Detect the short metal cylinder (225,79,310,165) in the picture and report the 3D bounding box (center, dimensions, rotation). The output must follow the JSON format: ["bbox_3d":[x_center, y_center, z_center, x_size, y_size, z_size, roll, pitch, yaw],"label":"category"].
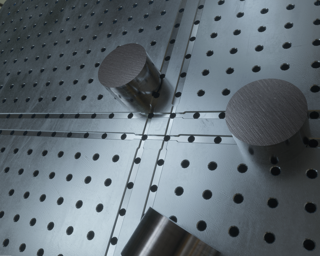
[{"bbox_3d":[0.117,-0.006,0.335,0.080,0.050,0.080,-13,56,21],"label":"short metal cylinder"}]

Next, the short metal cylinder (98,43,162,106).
[{"bbox_3d":[-0.045,-0.079,0.464,0.080,0.050,0.080,-13,56,21],"label":"short metal cylinder"}]

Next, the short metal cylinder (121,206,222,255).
[{"bbox_3d":[0.010,0.118,0.295,0.080,0.080,0.050,24,75,36],"label":"short metal cylinder"}]
